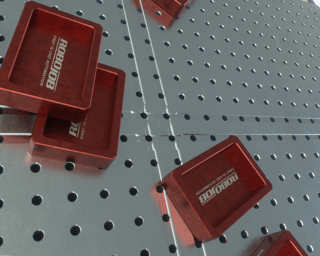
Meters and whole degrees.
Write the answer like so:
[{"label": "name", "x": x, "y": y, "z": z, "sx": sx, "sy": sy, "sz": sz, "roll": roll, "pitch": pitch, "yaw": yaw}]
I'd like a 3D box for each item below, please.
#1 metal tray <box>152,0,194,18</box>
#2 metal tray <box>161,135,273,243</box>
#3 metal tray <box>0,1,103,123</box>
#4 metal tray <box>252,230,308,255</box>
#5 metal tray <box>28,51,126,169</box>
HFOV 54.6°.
[{"label": "metal tray", "x": 0.027, "y": -0.271, "z": 0.583, "sx": 0.090, "sy": 0.030, "sz": 0.130, "roll": 37, "pitch": 51, "yaw": -3}, {"label": "metal tray", "x": 0.077, "y": 0.073, "z": 0.400, "sx": 0.131, "sy": 0.030, "sz": 0.090, "roll": -25, "pitch": 75, "yaw": -37}, {"label": "metal tray", "x": -0.118, "y": -0.076, "z": 0.348, "sx": 0.091, "sy": 0.030, "sz": 0.130, "roll": 14, "pitch": 56, "yaw": -20}, {"label": "metal tray", "x": 0.136, "y": 0.194, "z": 0.359, "sx": 0.131, "sy": 0.030, "sz": 0.090, "roll": -29, "pitch": 78, "yaw": -37}, {"label": "metal tray", "x": -0.093, "y": -0.024, "z": 0.368, "sx": 0.091, "sy": 0.030, "sz": 0.130, "roll": 15, "pitch": 56, "yaw": -20}]
